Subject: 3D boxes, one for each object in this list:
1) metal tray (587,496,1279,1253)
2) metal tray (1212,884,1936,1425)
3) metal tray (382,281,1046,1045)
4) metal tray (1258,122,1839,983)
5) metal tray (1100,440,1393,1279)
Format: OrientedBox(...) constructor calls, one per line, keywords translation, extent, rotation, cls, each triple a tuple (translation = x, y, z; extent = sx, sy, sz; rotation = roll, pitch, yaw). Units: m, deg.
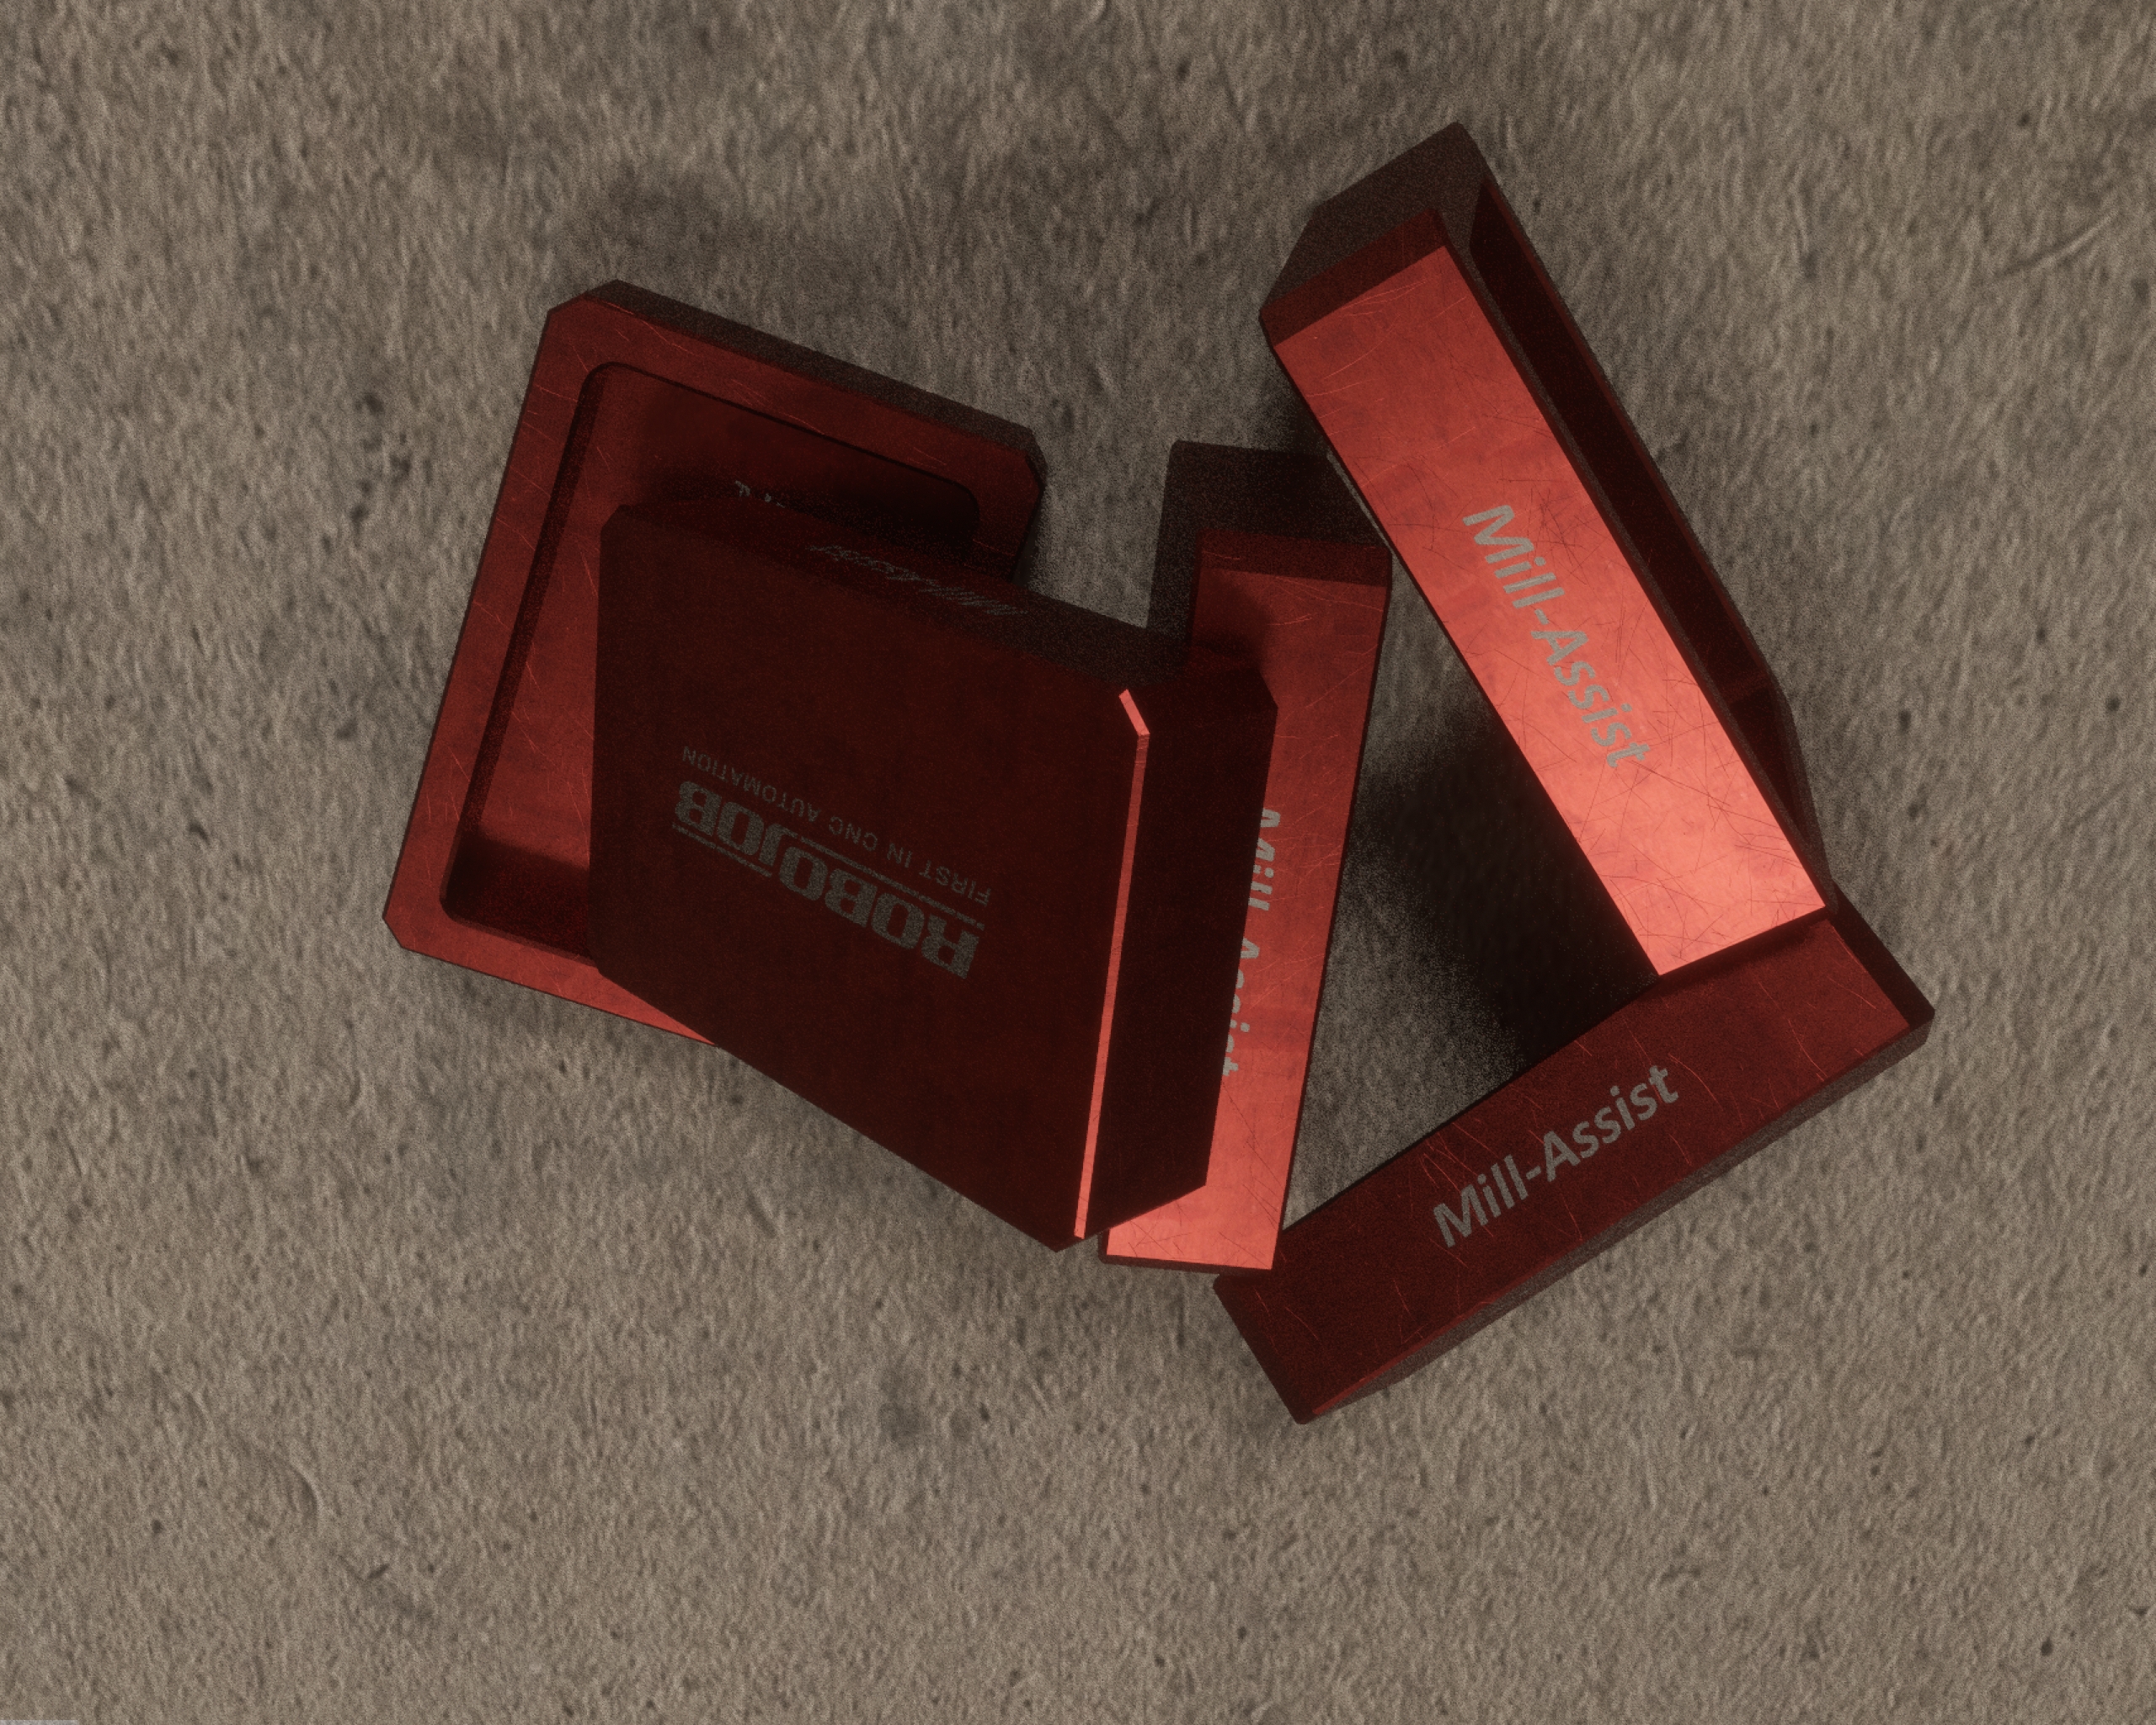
OrientedBox(translation=(-0.031, -0.004, 0.349), extent=(0.130, 0.030, 0.089), rotation=(24, 116, 38), cls="metal tray")
OrientedBox(translation=(0.097, 0.056, 0.398), extent=(0.130, 0.090, 0.030), rotation=(-36, 71, 12), cls="metal tray")
OrientedBox(translation=(-0.069, -0.033, 0.395), extent=(0.091, 0.030, 0.129), rotation=(19, 109, -7), cls="metal tray")
OrientedBox(translation=(0.082, -0.055, 0.355), extent=(0.030, 0.090, 0.130), rotation=(-27, 109, 24), cls="metal tray")
OrientedBox(translation=(0.026, -0.003, 0.376), extent=(0.030, 0.090, 0.129), rotation=(6, 111, -3), cls="metal tray")
